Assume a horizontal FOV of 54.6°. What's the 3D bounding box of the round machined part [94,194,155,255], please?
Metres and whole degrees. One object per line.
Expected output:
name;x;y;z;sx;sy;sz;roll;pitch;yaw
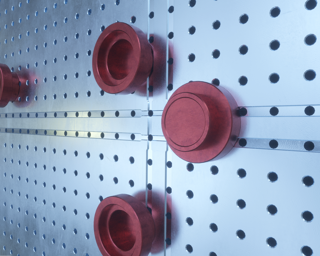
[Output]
round machined part;-0.046;0.142;0.438;0.098;0.042;0.097;0;90;40

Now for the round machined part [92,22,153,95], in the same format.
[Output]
round machined part;-0.049;-0.096;0.440;0.098;0.042;0.097;0;90;40

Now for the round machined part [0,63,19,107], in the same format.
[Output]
round machined part;-0.350;-0.094;0.690;0.098;0.042;0.097;0;90;40

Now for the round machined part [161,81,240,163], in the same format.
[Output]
round machined part;0.040;-0.007;0.366;0.098;0.042;0.097;0;90;40
